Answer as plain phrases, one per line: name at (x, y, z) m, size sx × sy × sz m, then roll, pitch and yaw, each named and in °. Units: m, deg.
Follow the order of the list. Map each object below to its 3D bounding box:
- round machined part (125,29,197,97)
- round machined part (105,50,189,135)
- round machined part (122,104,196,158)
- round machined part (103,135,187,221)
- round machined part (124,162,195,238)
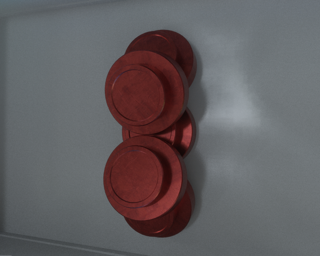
round machined part at (-0.006, -0.082, 0.390) m, size 0.098 × 0.042 × 0.098 m, roll -5°, pitch 72°, yaw 18°
round machined part at (-0.020, -0.039, 0.352) m, size 0.098 × 0.042 × 0.097 m, roll 5°, pitch 104°, yaw 19°
round machined part at (-0.006, 0.004, 0.402) m, size 0.098 × 0.042 × 0.097 m, roll 0°, pitch 89°, yaw 20°
round machined part at (-0.022, 0.056, 0.353) m, size 0.098 × 0.042 × 0.098 m, roll -4°, pitch 78°, yaw 19°
round machined part at (-0.009, 0.095, 0.388) m, size 0.098 × 0.042 × 0.097 m, roll 5°, pitch 107°, yaw 18°
